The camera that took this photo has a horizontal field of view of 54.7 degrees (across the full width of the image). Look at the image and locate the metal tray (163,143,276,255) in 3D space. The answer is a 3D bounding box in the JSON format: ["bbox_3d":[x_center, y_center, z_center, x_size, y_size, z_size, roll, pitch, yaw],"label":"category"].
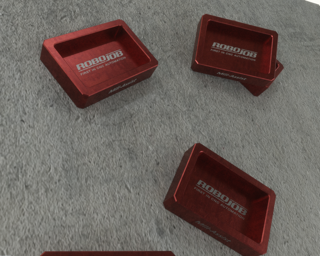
[{"bbox_3d":[0.079,0.089,0.387,0.130,0.030,0.090,33,51,-7],"label":"metal tray"}]

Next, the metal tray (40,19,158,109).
[{"bbox_3d":[-0.077,-0.090,0.413,0.131,0.030,0.090,-33,80,-38],"label":"metal tray"}]

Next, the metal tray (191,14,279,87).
[{"bbox_3d":[0.122,-0.126,0.506,0.131,0.030,0.090,12,76,-6],"label":"metal tray"}]

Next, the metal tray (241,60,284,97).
[{"bbox_3d":[0.154,-0.128,0.561,0.130,0.030,0.090,45,51,3],"label":"metal tray"}]

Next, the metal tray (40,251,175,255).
[{"bbox_3d":[-0.047,0.160,0.277,0.131,0.030,0.090,10,58,-23],"label":"metal tray"}]
